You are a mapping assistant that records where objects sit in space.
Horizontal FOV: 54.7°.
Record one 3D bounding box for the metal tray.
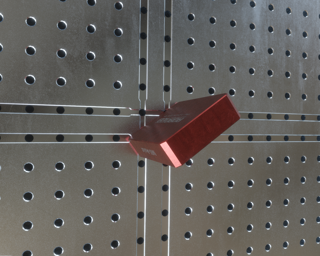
[{"bbox_3d":[0.022,0.001,0.366,0.090,0.130,0.030,-36,102,-17],"label":"metal tray"}]
